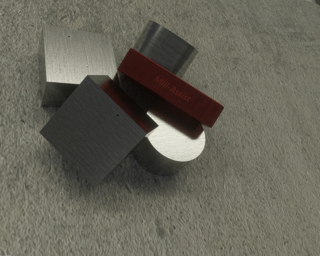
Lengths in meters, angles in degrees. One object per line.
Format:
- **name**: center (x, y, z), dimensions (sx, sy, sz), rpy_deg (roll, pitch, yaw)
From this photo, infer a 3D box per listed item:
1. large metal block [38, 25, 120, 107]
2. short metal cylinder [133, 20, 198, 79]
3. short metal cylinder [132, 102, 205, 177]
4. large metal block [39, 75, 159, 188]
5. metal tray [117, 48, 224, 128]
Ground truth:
- **large metal block**: center (-0.101, -0.071, 0.376), dimensions (0.081, 0.050, 0.080), rpy_deg (1, 61, -28)
- **short metal cylinder**: center (0.006, -0.106, 0.432), dimensions (0.080, 0.050, 0.080), rpy_deg (31, 11, -6)
- **short metal cylinder**: center (0.009, 0.014, 0.386), dimensions (0.081, 0.050, 0.080), rpy_deg (14, 56, -21)
- **large metal block**: center (-0.062, 0.001, 0.327), dimensions (0.080, 0.080, 0.050), rpy_deg (45, 15, 2)
- **metal tray**: center (0.010, -0.049, 0.400), dimensions (0.130, 0.090, 0.030), rpy_deg (31, 92, -8)
